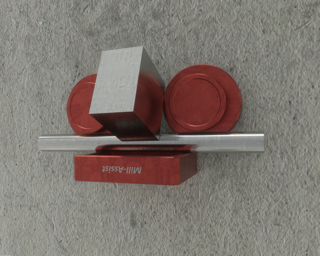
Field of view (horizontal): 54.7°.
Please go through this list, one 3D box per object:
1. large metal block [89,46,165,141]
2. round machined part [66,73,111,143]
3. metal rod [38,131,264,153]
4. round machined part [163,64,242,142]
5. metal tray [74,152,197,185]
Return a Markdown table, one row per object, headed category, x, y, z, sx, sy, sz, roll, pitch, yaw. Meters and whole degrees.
| category | x | y | z | sx | sy | sz | roll | pitch | yaw |
| --- | --- | --- | --- | --- | --- | --- | --- | --- | --- |
| large metal block | -0.033 | -0.036 | 0.363 | 0.050 | 0.080 | 0.080 | -2 | 66 | 19 |
| round machined part | -0.088 | -0.027 | 0.429 | 0.098 | 0.042 | 0.097 | 0 | 90 | 19 |
| metal rod | -0.025 | 0.019 | 0.396 | 0.301 | 0.025 | 0.025 | -1 | 90 | 19 |
| round machined part | 0.050 | -0.030 | 0.382 | 0.098 | 0.042 | 0.097 | 0 | 90 | 19 |
| metal tray | -0.027 | 0.046 | 0.384 | 0.130 | 0.090 | 0.030 | -1 | 90 | 19 |
